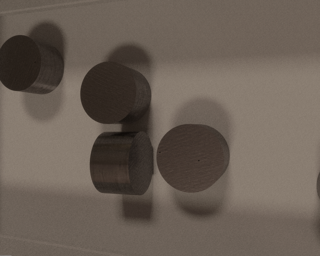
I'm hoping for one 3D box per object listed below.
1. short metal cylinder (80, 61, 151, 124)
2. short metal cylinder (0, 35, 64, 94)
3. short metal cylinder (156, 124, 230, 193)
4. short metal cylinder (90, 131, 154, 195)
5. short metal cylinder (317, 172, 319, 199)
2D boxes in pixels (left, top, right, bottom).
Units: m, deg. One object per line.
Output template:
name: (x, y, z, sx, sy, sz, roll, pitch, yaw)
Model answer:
short metal cylinder: (-0.058, -0.045, 0.417, 0.080, 0.050, 0.079, 0, 90, 19)
short metal cylinder: (-0.193, -0.092, 0.464, 0.080, 0.050, 0.079, 0, 90, 19)
short metal cylinder: (0.042, 0.035, 0.382, 0.080, 0.050, 0.079, 0, 90, 19)
short metal cylinder: (-0.046, 0.044, 0.397, 0.050, 0.080, 0.079, -1, 90, 20)
short metal cylinder: (0.212, 0.067, 0.323, 0.080, 0.050, 0.079, 0, 90, 19)
